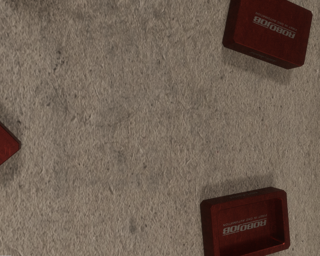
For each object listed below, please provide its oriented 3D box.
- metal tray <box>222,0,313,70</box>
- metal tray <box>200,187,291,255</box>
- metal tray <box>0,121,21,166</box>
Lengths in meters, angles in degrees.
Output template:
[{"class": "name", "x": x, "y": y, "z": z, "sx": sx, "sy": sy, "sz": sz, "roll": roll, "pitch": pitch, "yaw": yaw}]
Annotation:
[{"class": "metal tray", "x": 0.165, "y": -0.151, "z": 0.469, "sx": 0.131, "sy": 0.030, "sz": 0.090, "roll": 13, "pitch": 86, "yaw": -20}, {"class": "metal tray", "x": 0.127, "y": 0.143, "z": 0.455, "sx": 0.131, "sy": 0.030, "sz": 0.089, "roll": -6, "pitch": 92, "yaw": -20}, {"class": "metal tray", "x": -0.228, "y": 0.030, "z": 0.322, "sx": 0.130, "sy": 0.030, "sz": 0.090, "roll": -43, "pitch": 104, "yaw": -15}]
